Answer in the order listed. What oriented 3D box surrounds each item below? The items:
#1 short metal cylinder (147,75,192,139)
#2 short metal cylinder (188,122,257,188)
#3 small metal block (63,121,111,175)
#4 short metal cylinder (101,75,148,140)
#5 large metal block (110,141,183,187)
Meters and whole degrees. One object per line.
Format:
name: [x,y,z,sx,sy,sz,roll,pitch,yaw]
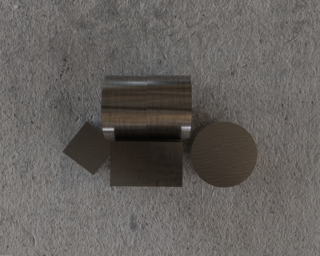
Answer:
short metal cylinder: [0.010,-0.025,0.384,0.050,0.080,0.079,1,90,0]
short metal cylinder: [0.077,0.032,0.399,0.081,0.050,0.079,0,90,0]
small metal block: [-0.090,0.026,0.411,0.050,0.025,0.050,38,90,0]
short metal cylinder: [-0.040,-0.025,0.384,0.050,0.080,0.079,1,90,0]
large metal block: [-0.015,0.040,0.384,0.081,0.080,0.050,1,90,0]
